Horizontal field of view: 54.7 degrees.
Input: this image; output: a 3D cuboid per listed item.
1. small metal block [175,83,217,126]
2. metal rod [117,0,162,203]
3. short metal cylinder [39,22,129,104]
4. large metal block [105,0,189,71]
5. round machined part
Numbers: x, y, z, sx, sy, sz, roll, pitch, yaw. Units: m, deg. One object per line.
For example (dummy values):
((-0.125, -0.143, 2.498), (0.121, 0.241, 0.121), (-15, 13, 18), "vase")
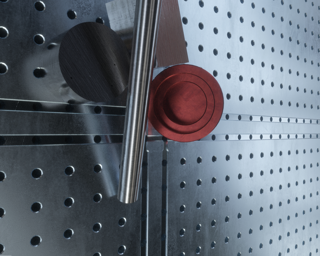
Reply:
((0.054, -0.033, 0.457), (0.050, 0.025, 0.050), (20, 77, -39), "small metal block")
((-0.021, -0.053, 0.328), (0.025, 0.025, 0.298), (-10, 117, -40), "metal rod")
((-0.078, -0.066, 0.329), (0.081, 0.050, 0.079), (0, 90, -40), "short metal cylinder")
((-0.012, -0.111, 0.369), (0.080, 0.050, 0.079), (-27, 108, -57), "large metal block")
((0.034, -0.033, 0.405), (0.042, 0.098, 0.097), (-29, 113, -76), "round machined part")
